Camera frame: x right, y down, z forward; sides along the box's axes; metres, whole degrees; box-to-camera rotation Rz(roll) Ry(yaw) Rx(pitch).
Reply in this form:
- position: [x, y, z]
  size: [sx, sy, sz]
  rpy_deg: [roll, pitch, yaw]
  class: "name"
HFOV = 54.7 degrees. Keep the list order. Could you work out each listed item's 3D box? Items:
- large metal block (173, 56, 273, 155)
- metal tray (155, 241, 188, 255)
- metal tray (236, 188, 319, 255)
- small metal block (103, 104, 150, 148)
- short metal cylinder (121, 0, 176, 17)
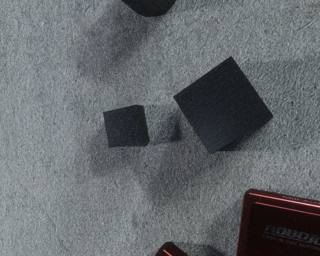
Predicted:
- position: [0.076, -0.025, 0.369]
  size: [0.080, 0.050, 0.080]
  rpy_deg: [-34, 79, 16]
  class: "large metal block"
- position: [0.009, 0.228, 0.403]
  size: [0.090, 0.030, 0.129]
  rpy_deg: [34, 101, 16]
  class: "metal tray"
- position: [0.158, 0.126, 0.350]
  size: [0.130, 0.030, 0.089]
  rpy_deg: [8, 93, 19]
  class: "metal tray"
- position: [-0.046, -0.002, 0.425]
  size: [0.050, 0.025, 0.050]
  rpy_deg: [-11, 86, 19]
  class: "small metal block"
- position: [-0.018, -0.193, 0.402]
  size: [0.080, 0.050, 0.080]
  rpy_deg: [0, 90, 20]
  class: "short metal cylinder"
